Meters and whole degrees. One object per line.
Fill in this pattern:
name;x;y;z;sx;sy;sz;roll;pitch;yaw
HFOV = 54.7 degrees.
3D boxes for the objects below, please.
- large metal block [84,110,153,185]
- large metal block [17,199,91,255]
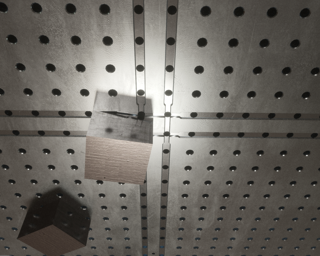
large metal block;-0.056;0.028;0.418;0.081;0.050;0.079;8;130;-7
large metal block;-0.183;0.179;0.545;0.080;0.050;0.080;-25;126;19
